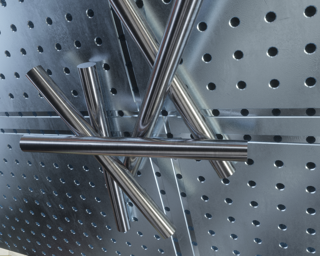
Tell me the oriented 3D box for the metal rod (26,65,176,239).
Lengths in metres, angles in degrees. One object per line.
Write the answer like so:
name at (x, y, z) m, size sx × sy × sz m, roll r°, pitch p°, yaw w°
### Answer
metal rod at (-0.079, 0.038, 0.439) m, size 0.025 × 0.025 × 0.300 m, roll -34°, pitch 98°, yaw 38°

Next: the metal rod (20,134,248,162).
metal rod at (-0.045, 0.024, 0.394) m, size 0.301 × 0.025 × 0.025 m, roll 1°, pitch 119°, yaw 17°

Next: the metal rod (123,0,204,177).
metal rod at (-0.010, -0.026, 0.371) m, size 0.025 × 0.025 × 0.298 m, roll 31°, pitch 137°, yaw 8°

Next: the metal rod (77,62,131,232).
metal rod at (-0.081, 0.047, 0.480) m, size 0.025 × 0.025 × 0.298 m, roll 7°, pitch 122°, yaw 24°

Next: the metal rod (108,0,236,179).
metal rod at (0.007, -0.065, 0.366) m, size 0.025 × 0.025 × 0.299 m, roll -23°, pitch 106°, yaw 36°
